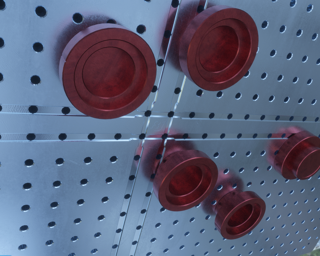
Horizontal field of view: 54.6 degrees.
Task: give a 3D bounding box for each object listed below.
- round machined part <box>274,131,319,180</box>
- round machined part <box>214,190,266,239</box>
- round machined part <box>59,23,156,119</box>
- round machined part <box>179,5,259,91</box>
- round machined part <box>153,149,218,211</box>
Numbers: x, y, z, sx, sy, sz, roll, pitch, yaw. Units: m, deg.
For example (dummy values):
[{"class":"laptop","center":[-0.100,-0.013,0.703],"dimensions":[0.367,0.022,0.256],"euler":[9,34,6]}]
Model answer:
[{"class":"round machined part","center":[0.268,0.058,0.581],"dimensions":[0.099,0.042,0.097],"euler":[-14,124,-21]},{"class":"round machined part","center":[0.142,0.154,0.572],"dimensions":[0.099,0.042,0.097],"euler":[-14,124,-21]},{"class":"round machined part","center":[-0.057,-0.062,0.330],"dimensions":[0.099,0.042,0.097],"euler":[-14,124,-21]},{"class":"round machined part","center":[0.066,-0.097,0.375],"dimensions":[0.099,0.042,0.097],"euler":[-14,124,-21]},{"class":"round machined part","center":[0.034,0.073,0.463],"dimensions":[0.099,0.042,0.097],"euler":[-14,124,-21]}]
